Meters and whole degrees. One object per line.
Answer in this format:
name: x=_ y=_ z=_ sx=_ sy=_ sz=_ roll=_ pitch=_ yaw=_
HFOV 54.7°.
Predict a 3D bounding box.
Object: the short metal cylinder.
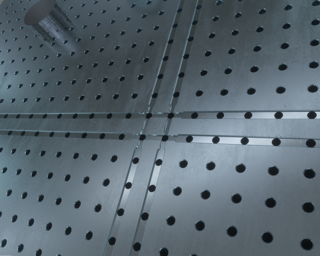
short metal cylinder: x=-0.236 y=-0.229 z=0.653 sx=0.080 sy=0.050 sz=0.080 roll=-13 pitch=56 yaw=20
